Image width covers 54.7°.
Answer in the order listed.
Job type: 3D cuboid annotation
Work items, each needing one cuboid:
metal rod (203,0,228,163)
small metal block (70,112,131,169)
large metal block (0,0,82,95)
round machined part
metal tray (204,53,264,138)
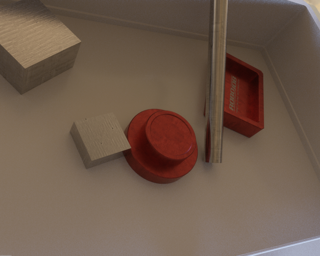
[{"bbox_3d":[0.079,-0.102,0.429,0.025,0.025,0.298,5,86,-27],"label":"metal rod"},{"bbox_3d":[-0.070,0.014,0.361,0.050,0.025,0.050,-17,71,-35],"label":"small metal block"},{"bbox_3d":[-0.156,-0.099,0.367,0.080,0.050,0.080,45,51,2],"label":"large metal block"},{"bbox_3d":[0.006,0.017,0.389,0.099,0.042,0.098,14,56,-21],"label":"round machined part"},{"bbox_3d":[0.124,-0.058,0.506,0.090,0.030,0.130,23,53,-14],"label":"metal tray"}]
